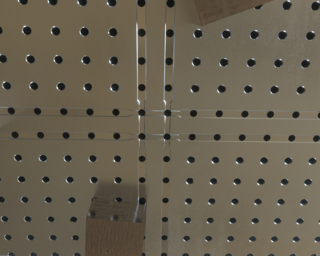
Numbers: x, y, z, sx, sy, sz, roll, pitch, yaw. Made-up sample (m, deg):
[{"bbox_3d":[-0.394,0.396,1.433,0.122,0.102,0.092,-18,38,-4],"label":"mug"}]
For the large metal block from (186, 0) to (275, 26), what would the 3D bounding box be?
[{"bbox_3d":[0.070,-0.149,0.330,0.080,0.080,0.050,-18,109,6],"label":"large metal block"}]

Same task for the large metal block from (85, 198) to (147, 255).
[{"bbox_3d":[-0.064,0.154,0.456,0.081,0.050,0.079,6,110,-3],"label":"large metal block"}]
